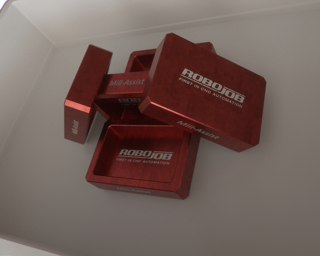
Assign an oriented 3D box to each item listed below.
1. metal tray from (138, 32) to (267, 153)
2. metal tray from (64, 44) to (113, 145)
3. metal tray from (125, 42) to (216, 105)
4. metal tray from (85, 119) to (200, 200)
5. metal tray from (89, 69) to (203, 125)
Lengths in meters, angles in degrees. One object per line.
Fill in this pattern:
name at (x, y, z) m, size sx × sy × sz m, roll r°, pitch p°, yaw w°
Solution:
metal tray at (0.051, -0.037, 0.341) m, size 0.030 × 0.131 × 0.090 m, roll -40°, pitch 31°, yaw 61°
metal tray at (-0.100, -0.040, 0.422) m, size 0.030 × 0.129 × 0.090 m, roll 19°, pitch 65°, yaw -9°
metal tray at (0.010, -0.071, 0.439) m, size 0.130 × 0.030 × 0.090 m, roll 0°, pitch 62°, yaw 27°
metal tray at (-0.022, 0.035, 0.388) m, size 0.130 × 0.030 × 0.090 m, roll 1°, pitch 62°, yaw 28°
metal tray at (-0.020, -0.032, 0.392) m, size 0.130 × 0.090 × 0.030 m, roll 1°, pitch 62°, yaw 28°
